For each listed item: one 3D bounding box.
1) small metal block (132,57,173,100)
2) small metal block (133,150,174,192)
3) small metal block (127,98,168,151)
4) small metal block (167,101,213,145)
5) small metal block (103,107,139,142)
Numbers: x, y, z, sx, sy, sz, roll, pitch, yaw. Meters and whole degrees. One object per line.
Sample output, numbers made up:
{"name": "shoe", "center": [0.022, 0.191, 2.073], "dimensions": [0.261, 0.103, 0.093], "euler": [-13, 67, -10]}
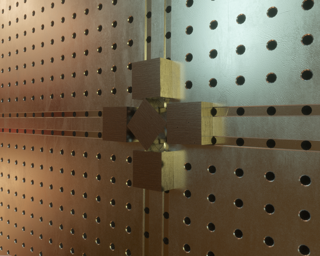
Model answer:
{"name": "small metal block", "center": [-0.011, -0.064, 0.416], "dimensions": [0.050, 0.025, 0.050], "euler": [-1, 90, 39]}
{"name": "small metal block", "center": [-0.009, 0.055, 0.415], "dimensions": [0.050, 0.025, 0.050], "euler": [1, 90, 39]}
{"name": "small metal block", "center": [-0.011, -0.005, 0.416], "dimensions": [0.050, 0.025, 0.050], "euler": [50, 119, 28]}
{"name": "small metal block", "center": [0.036, -0.005, 0.378], "dimensions": [0.050, 0.025, 0.050], "euler": [0, 90, 39]}
{"name": "small metal block", "center": [-0.058, -0.006, 0.454], "dimensions": [0.050, 0.025, 0.050], "euler": [2, 91, 39]}
